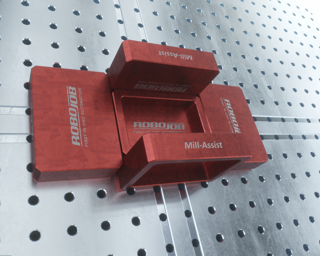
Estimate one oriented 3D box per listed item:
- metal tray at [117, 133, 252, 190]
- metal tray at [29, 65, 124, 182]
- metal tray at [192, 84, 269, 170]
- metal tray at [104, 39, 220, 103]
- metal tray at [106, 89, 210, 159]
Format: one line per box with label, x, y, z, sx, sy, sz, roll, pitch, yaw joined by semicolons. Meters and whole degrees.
metal tray;0.027;0.039;0.357;0.131;0.090;0.030;1;62;-28
metal tray;-0.099;-0.007;0.357;0.091;0.030;0.130;1;61;-28
metal tray;0.098;-0.004;0.460;0.091;0.030;0.130;1;61;-29
metal tray;0.001;-0.067;0.409;0.131;0.090;0.030;1;62;-28
metal tray;0.002;-0.001;0.405;0.131;0.030;0.090;1;61;-28
